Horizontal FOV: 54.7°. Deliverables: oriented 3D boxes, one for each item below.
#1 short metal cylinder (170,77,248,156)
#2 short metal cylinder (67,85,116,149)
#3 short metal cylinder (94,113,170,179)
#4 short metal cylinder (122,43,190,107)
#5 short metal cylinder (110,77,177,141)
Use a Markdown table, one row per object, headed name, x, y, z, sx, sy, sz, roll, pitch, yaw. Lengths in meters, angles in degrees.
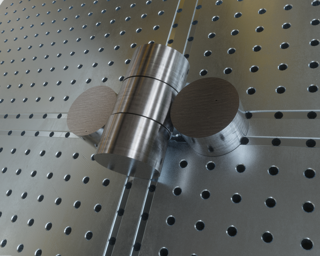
| name | x | y | z | sx | sy | sz | roll | pitch | yaw |
| --- | --- | --- | --- | --- | --- | --- | --- | --- | --- |
| short metal cylinder | 0.059 | -0.013 | 0.367 | 0.080 | 0.050 | 0.080 | -13 | 56 | 20 |
| short metal cylinder | -0.084 | -0.014 | 0.442 | 0.080 | 0.050 | 0.080 | -13 | 56 | 20 |
| short metal cylinder | -0.033 | 0.024 | 0.373 | 0.080 | 0.080 | 0.050 | 1 | 63 | 28 |
| short metal cylinder | -0.005 | -0.067 | 0.414 | 0.080 | 0.080 | 0.050 | 3 | 63 | 29 |
| short metal cylinder | -0.018 | -0.021 | 0.393 | 0.080 | 0.080 | 0.050 | 2 | 63 | 29 |
